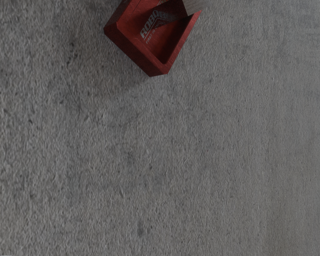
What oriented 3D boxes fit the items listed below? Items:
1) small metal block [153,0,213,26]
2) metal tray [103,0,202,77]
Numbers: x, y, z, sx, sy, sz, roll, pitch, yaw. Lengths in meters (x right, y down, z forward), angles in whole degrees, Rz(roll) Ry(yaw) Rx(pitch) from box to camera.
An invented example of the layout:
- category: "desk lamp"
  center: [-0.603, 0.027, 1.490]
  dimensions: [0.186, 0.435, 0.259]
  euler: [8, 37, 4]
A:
- category: "small metal block"
  center: [0.029, -0.156, 0.396]
  dimensions: [0.050, 0.050, 0.025]
  euler: [-36, 113, -34]
- category: "metal tray"
  center: [-0.003, -0.143, 0.398]
  dimensions: [0.090, 0.030, 0.130]
  euler: [41, 65, -33]
